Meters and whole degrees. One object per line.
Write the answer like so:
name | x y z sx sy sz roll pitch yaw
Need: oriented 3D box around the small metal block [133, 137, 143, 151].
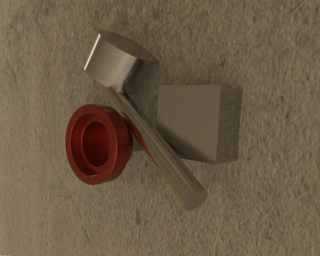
small metal block | -0.045 0.007 0.426 0.025 0.050 0.050 -3 89 40

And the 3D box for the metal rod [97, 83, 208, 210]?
metal rod | -0.036 -0.017 0.385 0.300 0.025 0.025 51 121 44

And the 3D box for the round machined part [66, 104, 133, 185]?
round machined part | -0.072 0.019 0.388 0.098 0.042 0.097 2 92 39

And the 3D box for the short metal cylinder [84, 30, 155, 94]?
short metal cylinder | -0.053 -0.088 0.413 0.080 0.081 0.050 45 117 30

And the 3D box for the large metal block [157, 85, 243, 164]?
large metal block | 0.043 -0.006 0.353 0.080 0.050 0.079 6 94 39
